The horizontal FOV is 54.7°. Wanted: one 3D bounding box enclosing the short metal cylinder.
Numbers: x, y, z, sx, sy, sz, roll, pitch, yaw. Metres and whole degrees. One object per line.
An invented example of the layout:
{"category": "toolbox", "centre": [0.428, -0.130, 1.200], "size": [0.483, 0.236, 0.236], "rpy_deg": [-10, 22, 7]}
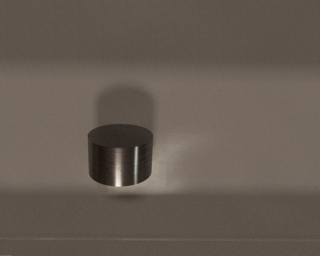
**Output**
{"category": "short metal cylinder", "centre": [-0.050, 0.032, 0.393], "size": [0.081, 0.080, 0.050], "rpy_deg": [3, 110, -2]}
